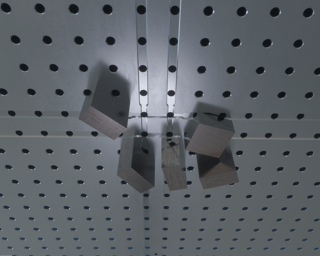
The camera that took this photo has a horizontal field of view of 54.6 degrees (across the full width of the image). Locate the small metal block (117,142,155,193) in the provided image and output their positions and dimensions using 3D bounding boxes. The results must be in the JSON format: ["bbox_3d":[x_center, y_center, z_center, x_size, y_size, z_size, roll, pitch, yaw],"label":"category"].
[{"bbox_3d":[-0.033,0.056,0.443,0.025,0.050,0.050,-30,124,23],"label":"small metal block"}]

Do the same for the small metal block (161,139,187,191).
[{"bbox_3d":[0.020,0.053,0.440,0.025,0.050,0.050,-11,129,9],"label":"small metal block"}]

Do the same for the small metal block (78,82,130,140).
[{"bbox_3d":[-0.066,-0.021,0.377,0.050,0.050,0.025,34,122,-26],"label":"small metal block"}]

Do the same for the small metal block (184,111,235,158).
[{"bbox_3d":[0.066,0.010,0.420,0.050,0.025,0.050,14,129,-12],"label":"small metal block"}]

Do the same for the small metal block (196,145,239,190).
[{"bbox_3d":[0.081,0.056,0.443,0.050,0.050,0.025,-14,129,12],"label":"small metal block"}]
